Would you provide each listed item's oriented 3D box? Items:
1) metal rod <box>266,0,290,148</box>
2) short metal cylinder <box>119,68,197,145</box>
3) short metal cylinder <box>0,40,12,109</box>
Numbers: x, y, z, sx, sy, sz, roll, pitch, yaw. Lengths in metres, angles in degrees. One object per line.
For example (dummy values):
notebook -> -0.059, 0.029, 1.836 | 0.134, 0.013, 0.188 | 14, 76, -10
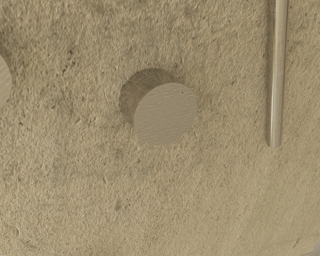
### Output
metal rod -> 0.166, -0.091, 0.441 | 0.025, 0.025, 0.298 | -24, 127, -14
short metal cylinder -> -0.003, -0.026, 0.373 | 0.081, 0.050, 0.079 | -14, 124, -21
short metal cylinder -> -0.173, -0.049, 0.266 | 0.081, 0.050, 0.079 | -14, 124, -21
